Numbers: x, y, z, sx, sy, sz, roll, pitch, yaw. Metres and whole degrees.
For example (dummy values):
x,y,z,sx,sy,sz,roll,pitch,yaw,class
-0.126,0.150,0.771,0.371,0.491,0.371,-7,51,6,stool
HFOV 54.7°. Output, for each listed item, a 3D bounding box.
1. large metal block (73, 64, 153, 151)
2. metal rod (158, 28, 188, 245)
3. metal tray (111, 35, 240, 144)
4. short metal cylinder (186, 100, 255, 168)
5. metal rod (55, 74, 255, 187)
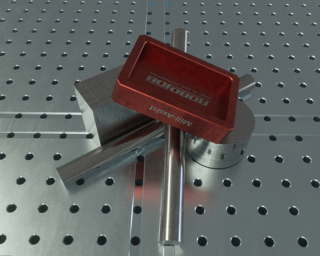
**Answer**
x,y,z,sx,sy,sz,roll,pitch,yaw,class
-0.054,-0.026,0.392,0.081,0.080,0.050,-27,56,-21,large metal block
0.020,-0.012,0.389,0.025,0.025,0.299,3,59,2,metal rod
0.022,-0.046,0.351,0.131,0.030,0.090,22,51,-6,metal tray
0.073,0.003,0.388,0.081,0.050,0.080,0,50,0,short metal cylinder
0.010,-0.006,0.413,0.302,0.025,0.025,-27,55,-21,metal rod
